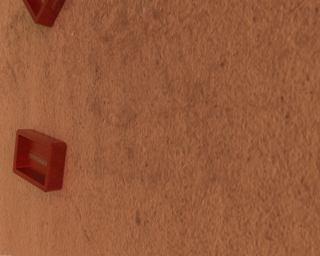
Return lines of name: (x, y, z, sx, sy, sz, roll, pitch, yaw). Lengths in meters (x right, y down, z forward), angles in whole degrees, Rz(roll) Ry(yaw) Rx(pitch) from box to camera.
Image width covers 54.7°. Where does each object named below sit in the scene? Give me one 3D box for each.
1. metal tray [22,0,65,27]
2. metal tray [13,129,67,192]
metal tray: (-0.202, -0.264, 0.564, 0.129, 0.030, 0.090, -48, 62, 29)
metal tray: (-0.232, 0.058, 0.588, 0.130, 0.030, 0.089, 15, 99, 38)
